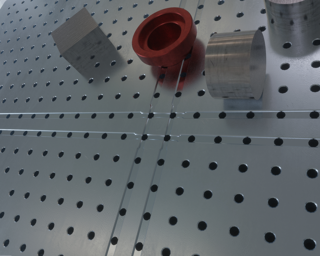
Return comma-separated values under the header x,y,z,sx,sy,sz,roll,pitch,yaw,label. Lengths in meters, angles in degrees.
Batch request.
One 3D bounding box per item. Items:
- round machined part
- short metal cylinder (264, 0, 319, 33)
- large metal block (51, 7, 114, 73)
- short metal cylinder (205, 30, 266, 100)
x,y,z,sx,sy,sz,roll,pitch,yaw,label
0.010,-0.133,0.474,0.098,0.042,0.098,-13,56,21,round machined part
0.178,-0.172,0.404,0.080,0.050,0.080,-13,56,21,short metal cylinder
-0.143,-0.162,0.567,0.080,0.050,0.080,-37,51,3,large metal block
0.092,-0.074,0.370,0.050,0.080,0.080,4,64,30,short metal cylinder
